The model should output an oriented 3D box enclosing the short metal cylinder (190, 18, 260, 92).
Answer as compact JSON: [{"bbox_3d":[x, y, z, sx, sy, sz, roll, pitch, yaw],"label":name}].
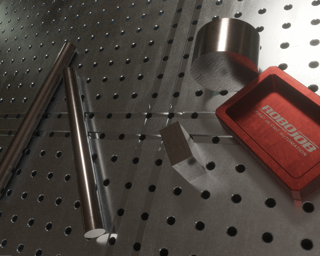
[{"bbox_3d":[0.081,-0.088,0.383,0.080,0.080,0.050,-2,61,27],"label":"short metal cylinder"}]

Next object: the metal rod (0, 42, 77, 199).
[{"bbox_3d":[-0.215,-0.024,0.532,0.025,0.025,0.300,5,64,30],"label":"metal rod"}]

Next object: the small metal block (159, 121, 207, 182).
[{"bbox_3d":[0.027,0.028,0.360,0.025,0.050,0.050,-28,52,10],"label":"small metal block"}]

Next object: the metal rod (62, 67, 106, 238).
[{"bbox_3d":[-0.119,0.014,0.460,0.025,0.025,0.299,-28,52,10],"label":"metal rod"}]

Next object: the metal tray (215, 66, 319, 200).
[{"bbox_3d":[0.134,-0.001,0.334,0.090,0.030,0.130,-39,51,1],"label":"metal tray"}]
